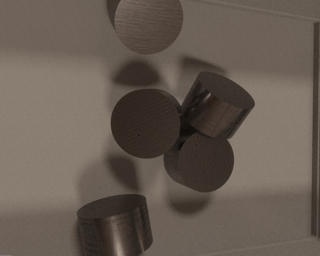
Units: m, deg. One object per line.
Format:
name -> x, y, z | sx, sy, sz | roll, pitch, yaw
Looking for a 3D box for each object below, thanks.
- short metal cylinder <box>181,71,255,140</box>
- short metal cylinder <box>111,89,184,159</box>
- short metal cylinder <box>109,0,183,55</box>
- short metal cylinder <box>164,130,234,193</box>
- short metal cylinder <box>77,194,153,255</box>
short metal cylinder -> 0.074, -0.030, 0.403 | 0.081, 0.080, 0.050 | 15, 124, -20
short metal cylinder -> -0.013, -0.007, 0.375 | 0.080, 0.050, 0.079 | 1, 98, 9
short metal cylinder -> -0.018, -0.136, 0.372 | 0.081, 0.050, 0.079 | -10, 127, -13
short metal cylinder -> 0.051, 0.042, 0.418 | 0.081, 0.050, 0.079 | 0, 90, -21
short metal cylinder -> -0.052, 0.114, 0.363 | 0.081, 0.080, 0.050 | -10, 94, -20
